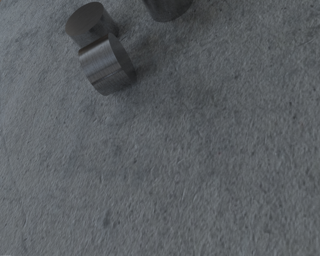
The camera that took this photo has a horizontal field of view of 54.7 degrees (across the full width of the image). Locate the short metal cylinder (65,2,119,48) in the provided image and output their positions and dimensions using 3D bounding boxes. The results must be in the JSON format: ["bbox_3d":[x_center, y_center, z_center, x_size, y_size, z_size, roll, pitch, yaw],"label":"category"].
[{"bbox_3d":[-0.122,-0.180,0.560,0.080,0.050,0.080,-13,56,20],"label":"short metal cylinder"}]

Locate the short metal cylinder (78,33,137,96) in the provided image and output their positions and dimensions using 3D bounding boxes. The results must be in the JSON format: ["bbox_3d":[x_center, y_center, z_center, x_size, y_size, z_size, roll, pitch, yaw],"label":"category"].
[{"bbox_3d":[-0.077,-0.095,0.465,0.050,0.080,0.080,-25,53,13],"label":"short metal cylinder"}]

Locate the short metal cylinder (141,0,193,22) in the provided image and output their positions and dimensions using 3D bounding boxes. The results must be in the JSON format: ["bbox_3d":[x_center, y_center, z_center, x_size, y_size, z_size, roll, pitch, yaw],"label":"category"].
[{"bbox_3d":[0.009,-0.226,0.520,0.080,0.050,0.080,-13,56,20],"label":"short metal cylinder"}]
